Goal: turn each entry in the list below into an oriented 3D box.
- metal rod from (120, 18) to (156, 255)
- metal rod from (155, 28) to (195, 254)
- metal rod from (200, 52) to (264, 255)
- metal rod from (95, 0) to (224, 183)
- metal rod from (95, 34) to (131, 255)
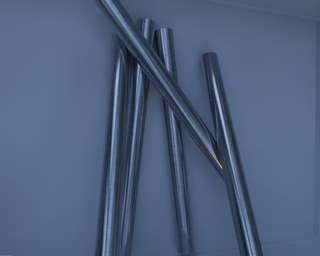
[{"bbox_3d":[-0.033,0.010,0.398,0.025,0.025,0.298,7,88,-20],"label":"metal rod"},{"bbox_3d":[0.020,0.019,0.417,0.025,0.025,0.298,-7,92,-20],"label":"metal rod"},{"bbox_3d":[0.087,0.038,0.382,0.025,0.025,0.299,1,67,-20],"label":"metal rod"},{"bbox_3d":[0.022,-0.034,0.390,0.025,0.025,0.299,-40,103,-16],"label":"metal rod"},{"bbox_3d":[-0.051,0.029,0.346,0.025,0.025,0.299,8,70,-20],"label":"metal rod"}]
